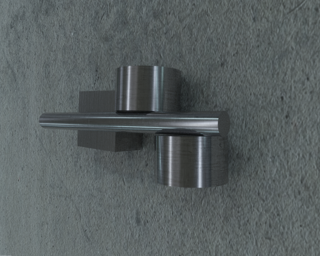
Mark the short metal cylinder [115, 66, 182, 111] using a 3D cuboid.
[{"bbox_3d":[-0.014,-0.045,0.382,0.080,0.081,0.050,3,92,39],"label":"short metal cylinder"}]

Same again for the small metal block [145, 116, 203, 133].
[{"bbox_3d":[0.017,-0.005,0.373,0.050,0.050,0.025,2,91,39],"label":"small metal block"}]

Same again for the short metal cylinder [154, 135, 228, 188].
[{"bbox_3d":[0.034,0.033,0.340,0.080,0.081,0.050,0,90,39],"label":"short metal cylinder"}]

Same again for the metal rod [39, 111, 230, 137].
[{"bbox_3d":[-0.057,-0.008,0.385,0.300,0.025,0.025,2,91,38],"label":"metal rod"}]

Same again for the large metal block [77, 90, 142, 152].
[{"bbox_3d":[-0.071,-0.011,0.443,0.080,0.050,0.079,4,93,39],"label":"large metal block"}]
